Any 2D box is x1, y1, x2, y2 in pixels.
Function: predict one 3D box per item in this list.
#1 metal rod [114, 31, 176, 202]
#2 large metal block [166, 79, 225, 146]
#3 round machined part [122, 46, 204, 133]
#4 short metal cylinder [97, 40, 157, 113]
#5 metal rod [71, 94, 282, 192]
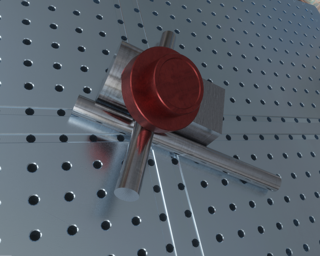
[{"bbox_3d":[-0.009,-0.042,0.405,0.025,0.025,0.300,25,45,-13],"label":"metal rod"},{"bbox_3d":[0.040,-0.027,0.427,0.080,0.050,0.080,23,53,-15],"label":"large metal block"},{"bbox_3d":[0.010,-0.045,0.347,0.099,0.042,0.097,7,78,-34],"label":"round machined part"},{"bbox_3d":[-0.041,-0.063,0.389,0.050,0.080,0.080,23,53,-15],"label":"short metal cylinder"},{"bbox_3d":[0.033,0.026,0.411,0.302,0.025,0.025,22,53,-15],"label":"metal rod"}]
